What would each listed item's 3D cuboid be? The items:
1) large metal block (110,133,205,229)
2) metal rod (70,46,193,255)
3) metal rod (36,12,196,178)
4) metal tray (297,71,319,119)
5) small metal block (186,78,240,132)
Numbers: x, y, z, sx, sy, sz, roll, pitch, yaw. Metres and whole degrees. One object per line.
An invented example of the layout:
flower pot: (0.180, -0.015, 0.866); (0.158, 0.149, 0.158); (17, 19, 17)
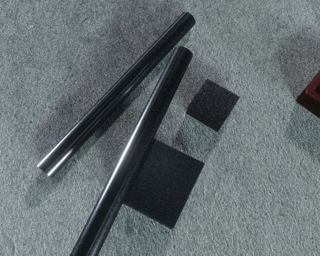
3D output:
large metal block: (-0.003, 0.065, 0.371); (0.080, 0.050, 0.080); (26, 72, 9)
metal rod: (-0.031, 0.034, 0.342); (0.025, 0.025, 0.300); (23, 71, 8)
metal rod: (-0.050, -0.056, 0.427); (0.025, 0.025, 0.301); (37, 74, 12)
metal tray: (0.269, -0.034, 0.421); (0.130, 0.030, 0.090); (40, 74, 13)
small metal block: (0.071, -0.031, 0.420); (0.050, 0.025, 0.050); (32, 73, 10)
